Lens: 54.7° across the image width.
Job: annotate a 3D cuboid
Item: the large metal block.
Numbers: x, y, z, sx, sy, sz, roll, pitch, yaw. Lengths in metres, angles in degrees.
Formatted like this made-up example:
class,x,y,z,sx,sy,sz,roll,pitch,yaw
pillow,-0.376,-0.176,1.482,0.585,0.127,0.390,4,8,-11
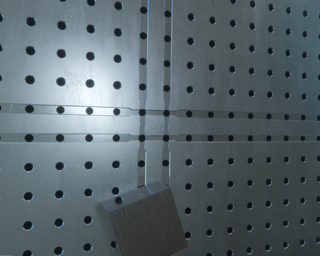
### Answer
class,x,y,z,sx,sy,sz,roll,pitch,yaw
large metal block,-0.021,0.122,0.393,0.081,0.050,0.080,-18,97,-19
